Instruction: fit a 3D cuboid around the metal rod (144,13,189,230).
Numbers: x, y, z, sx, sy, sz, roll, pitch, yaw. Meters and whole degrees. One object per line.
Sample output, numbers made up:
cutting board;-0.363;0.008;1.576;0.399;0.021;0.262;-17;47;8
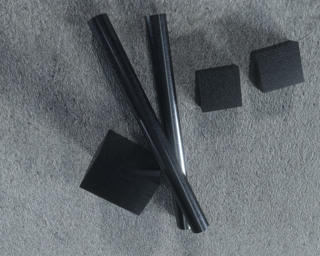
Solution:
metal rod;0.016;0.006;0.412;0.025;0.025;0.298;-8;110;2

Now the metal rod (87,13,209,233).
metal rod;-0.009;0.003;0.391;0.025;0.025;0.299;-24;101;8

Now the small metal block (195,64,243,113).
small metal block;0.074;-0.050;0.392;0.050;0.025;0.050;-9;110;3

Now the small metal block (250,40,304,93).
small metal block;0.145;-0.076;0.384;0.050;0.025;0.050;-16;110;5

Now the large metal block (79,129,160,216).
large metal block;-0.047;0.054;0.400;0.080;0.080;0.050;29;107;-11
